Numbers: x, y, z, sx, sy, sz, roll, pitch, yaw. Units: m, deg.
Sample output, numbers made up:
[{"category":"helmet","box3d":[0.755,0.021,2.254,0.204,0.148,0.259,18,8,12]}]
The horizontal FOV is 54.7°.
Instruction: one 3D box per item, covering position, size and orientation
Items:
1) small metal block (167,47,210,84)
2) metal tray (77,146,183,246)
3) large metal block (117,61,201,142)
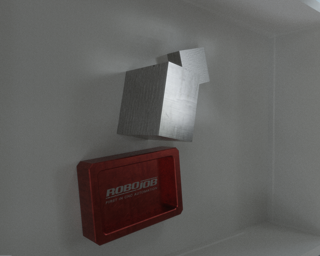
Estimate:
[{"category":"small metal block","box3d":[0.041,-0.086,0.443,0.050,0.025,0.050,-20,103,-39]},{"category":"metal tray","box3d":[-0.031,0.076,0.379,0.131,0.030,0.089,-8,95,-40]},{"category":"large metal block","box3d":[-0.003,-0.027,0.370,0.050,0.080,0.080,13,82,-40]}]
